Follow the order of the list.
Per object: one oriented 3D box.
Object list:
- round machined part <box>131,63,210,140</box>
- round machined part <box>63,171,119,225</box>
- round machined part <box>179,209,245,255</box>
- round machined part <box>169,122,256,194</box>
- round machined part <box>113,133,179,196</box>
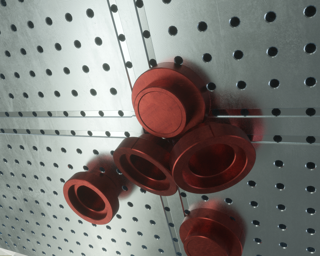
[{"bbox_3d":[0.008,-0.027,0.378,0.098,0.042,0.097,13,124,20],"label":"round machined part"},{"bbox_3d":[-0.111,0.113,0.527,0.098,0.042,0.097,13,124,20],"label":"round machined part"},{"bbox_3d":[0.075,0.173,0.467,0.098,0.042,0.097,13,124,20],"label":"round machined part"},{"bbox_3d":[0.059,0.031,0.368,0.099,0.042,0.097,-7,131,-7],"label":"round machined part"},{"bbox_3d":[-0.011,0.046,0.421,0.098,0.042,0.097,23,145,17],"label":"round machined part"}]
